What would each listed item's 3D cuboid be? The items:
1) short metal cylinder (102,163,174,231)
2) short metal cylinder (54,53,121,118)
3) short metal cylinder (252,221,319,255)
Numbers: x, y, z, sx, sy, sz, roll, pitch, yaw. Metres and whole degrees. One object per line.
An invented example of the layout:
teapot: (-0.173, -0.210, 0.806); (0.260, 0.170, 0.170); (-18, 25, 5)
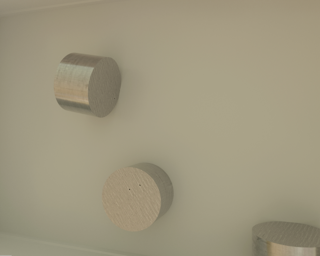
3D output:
short metal cylinder: (-0.028, 0.088, 0.407); (0.080, 0.050, 0.080); (0, 90, 20)
short metal cylinder: (-0.094, -0.058, 0.415); (0.050, 0.080, 0.080); (12, 94, 19)
short metal cylinder: (0.140, 0.137, 0.332); (0.080, 0.080, 0.050); (0, 90, 20)
